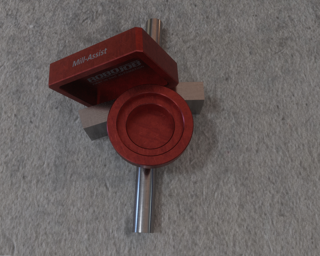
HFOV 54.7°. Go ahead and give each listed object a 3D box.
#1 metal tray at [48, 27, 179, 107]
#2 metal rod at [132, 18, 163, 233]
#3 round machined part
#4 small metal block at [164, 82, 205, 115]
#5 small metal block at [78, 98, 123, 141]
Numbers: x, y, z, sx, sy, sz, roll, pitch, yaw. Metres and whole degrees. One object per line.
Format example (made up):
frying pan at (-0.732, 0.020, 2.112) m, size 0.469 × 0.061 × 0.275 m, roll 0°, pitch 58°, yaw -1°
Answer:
metal tray at (-0.055, -0.064, 0.373) m, size 0.130 × 0.090 × 0.030 m, roll -15°, pitch 67°, yaw 26°
metal rod at (-0.014, -0.017, 0.415) m, size 0.025 × 0.025 × 0.299 m, roll 2°, pitch 70°, yaw 0°
round machined part at (-0.011, 0.000, 0.371) m, size 0.099 × 0.042 × 0.098 m, roll 1°, pitch 73°, yaw -2°
small metal block at (0.030, -0.038, 0.410) m, size 0.050 × 0.050 × 0.025 m, roll -1°, pitch 70°, yaw -1°
small metal block at (-0.072, -0.010, 0.399) m, size 0.050 × 0.050 × 0.025 m, roll -18°, pitch 71°, yaw -7°
